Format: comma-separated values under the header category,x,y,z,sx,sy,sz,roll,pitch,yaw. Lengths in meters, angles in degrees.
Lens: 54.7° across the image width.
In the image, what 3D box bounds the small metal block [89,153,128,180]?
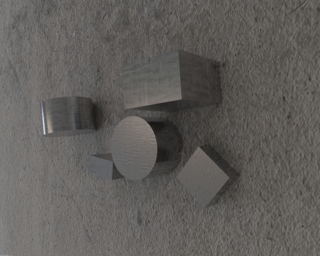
category,x,y,z,sx,sy,sz,roll,pitch,yaw
small metal block,-0.065,0.053,0.442,0.050,0.050,0.025,9,97,40

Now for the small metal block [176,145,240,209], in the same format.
category,x,y,z,sx,sy,sz,roll,pitch,yaw
small metal block,0.055,0.056,0.360,0.050,0.025,0.050,47,118,29

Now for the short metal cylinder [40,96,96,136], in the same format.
category,x,y,z,sx,sy,sz,roll,pitch,yaw
short metal cylinder,-0.145,-0.016,0.489,0.080,0.081,0.050,-12,82,39

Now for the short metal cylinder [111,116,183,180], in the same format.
category,x,y,z,sx,sy,sz,roll,pitch,yaw
short metal cylinder,-0.018,0.025,0.404,0.080,0.050,0.080,0,90,40

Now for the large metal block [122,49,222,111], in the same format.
category,x,y,z,sx,sy,sz,roll,pitch,yaw
large metal block,0.015,-0.049,0.357,0.080,0.081,0.050,-6,86,40
